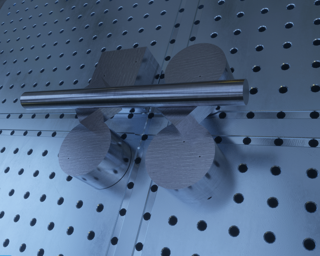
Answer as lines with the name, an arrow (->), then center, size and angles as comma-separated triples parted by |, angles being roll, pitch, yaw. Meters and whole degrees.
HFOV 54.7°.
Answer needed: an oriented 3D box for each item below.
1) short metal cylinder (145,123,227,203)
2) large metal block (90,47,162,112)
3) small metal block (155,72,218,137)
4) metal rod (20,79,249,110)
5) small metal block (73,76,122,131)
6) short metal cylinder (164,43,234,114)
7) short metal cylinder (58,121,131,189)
short metal cylinder -> 0.031, 0.039, 0.352 | 0.080, 0.050, 0.080 | -13, 56, 21
large metal block -> -0.053, -0.070, 0.463 | 0.080, 0.050, 0.080 | 1, 62, 29
small metal block -> 0.027, -0.027, 0.347 | 0.050, 0.025, 0.050 | -42, 51, -1
metal rod -> -0.052, -0.036, 0.361 | 0.300, 0.025, 0.025 | 1, 62, 28
small metal block -> -0.084, -0.032, 0.409 | 0.050, 0.025, 0.050 | -34, 51, 5
short metal cylinder -> 0.053, -0.063, 0.403 | 0.080, 0.050, 0.080 | -13, 56, 21
short metal cylinder -> -0.087, 0.035, 0.415 | 0.080, 0.050, 0.080 | -13, 56, 21
